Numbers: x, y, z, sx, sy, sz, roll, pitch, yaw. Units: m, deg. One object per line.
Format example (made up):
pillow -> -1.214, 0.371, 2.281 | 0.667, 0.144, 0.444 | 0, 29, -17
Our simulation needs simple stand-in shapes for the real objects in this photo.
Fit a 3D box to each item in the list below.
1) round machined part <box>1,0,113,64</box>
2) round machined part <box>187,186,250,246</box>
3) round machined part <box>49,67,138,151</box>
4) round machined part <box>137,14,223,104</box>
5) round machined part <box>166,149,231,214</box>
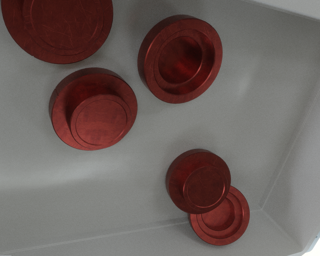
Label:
round machined part -> -0.090, -0.105, 0.283 | 0.099, 0.042, 0.097 | -14, 124, -21
round machined part -> 0.094, 0.139, 0.514 | 0.099, 0.042, 0.097 | 1, 85, -6
round machined part -> -0.071, -0.015, 0.349 | 0.099, 0.042, 0.097 | -14, 124, -21
round machined part -> 0.020, -0.081, 0.358 | 0.099, 0.042, 0.097 | -14, 124, -21
round machined part -> 0.061, 0.083, 0.460 | 0.099, 0.042, 0.097 | -3, 101, -14
